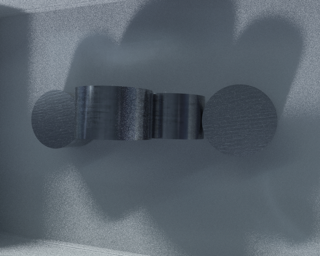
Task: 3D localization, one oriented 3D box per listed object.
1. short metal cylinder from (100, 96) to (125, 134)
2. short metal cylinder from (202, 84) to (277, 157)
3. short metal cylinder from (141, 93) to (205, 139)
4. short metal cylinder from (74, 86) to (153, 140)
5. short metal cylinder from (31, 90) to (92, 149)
[{"bbox_3d":[-0.062,-0.016,0.401,0.080,0.080,0.050,2,91,20],"label":"short metal cylinder"},{"bbox_3d":[0.094,-0.008,0.362,0.080,0.050,0.080,0,90,20],"label":"short metal cylinder"},{"bbox_3d":[0.014,-0.013,0.374,0.080,0.080,0.050,2,91,20],"label":"short metal cylinder"},{"bbox_3d":[-0.048,-0.014,0.323,0.080,0.080,0.050,2,91,20],"label":"short metal cylinder"},{"bbox_3d":[-0.133,-0.012,0.442,0.080,0.050,0.080,0,90,20],"label":"short metal cylinder"}]
